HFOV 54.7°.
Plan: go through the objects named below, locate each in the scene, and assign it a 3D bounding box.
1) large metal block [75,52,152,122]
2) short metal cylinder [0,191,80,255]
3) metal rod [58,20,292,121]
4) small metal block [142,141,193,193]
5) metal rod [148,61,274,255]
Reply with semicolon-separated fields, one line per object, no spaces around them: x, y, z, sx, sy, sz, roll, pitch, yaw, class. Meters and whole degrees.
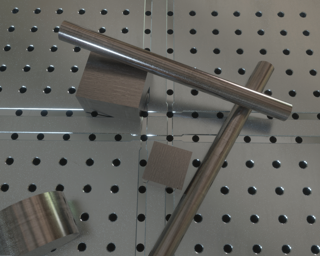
-0.058;-0.060;0.420;0.080;0.050;0.080;11;70;4;large metal block
-0.136;0.111;0.341;0.080;0.080;0.050;-25;72;-9;short metal cylinder
0.022;-0.070;0.391;0.302;0.025;0.025;19;71;-4;metal rod
0.009;0.050;0.394;0.050;0.025;0.050;16;71;5;small metal block
0.074;0.033;0.400;0.025;0.025;0.300;30;72;10;metal rod
